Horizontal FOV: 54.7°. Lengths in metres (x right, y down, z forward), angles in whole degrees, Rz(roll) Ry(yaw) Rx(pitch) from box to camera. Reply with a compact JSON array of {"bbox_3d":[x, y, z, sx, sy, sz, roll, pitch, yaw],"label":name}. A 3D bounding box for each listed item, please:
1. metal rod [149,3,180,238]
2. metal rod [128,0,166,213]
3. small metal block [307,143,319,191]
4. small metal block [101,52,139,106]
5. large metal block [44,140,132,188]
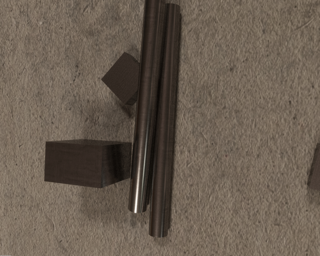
[{"bbox_3d":[0.006,-0.009,0.406,0.025,0.025,0.298,4,91,19],"label":"metal rod"},{"bbox_3d":[-0.017,-0.036,0.392,0.025,0.025,0.298,9,101,19],"label":"metal rod"},{"bbox_3d":[0.196,0.047,0.340,0.050,0.025,0.050,13,94,19],"label":"small metal block"},{"bbox_3d":[-0.043,-0.066,0.423,0.050,0.025,0.050,-47,76,14],"label":"small metal block"},{"bbox_3d":[-0.092,0.043,0.411,0.080,0.080,0.050,3,91,19],"label":"large metal block"}]
